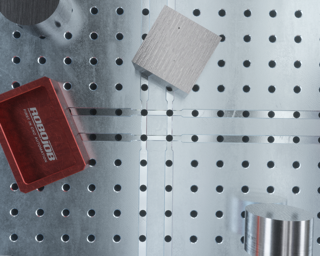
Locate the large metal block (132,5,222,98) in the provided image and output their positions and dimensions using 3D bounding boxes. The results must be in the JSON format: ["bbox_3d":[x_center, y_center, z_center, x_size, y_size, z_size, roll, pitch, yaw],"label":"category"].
[{"bbox_3d":[0.021,-0.096,0.401,0.080,0.050,0.080,30,90,0],"label":"large metal block"}]

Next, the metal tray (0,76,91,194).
[{"bbox_3d":[-0.159,0.009,0.409,0.090,0.030,0.129,-22,90,0],"label":"metal tray"}]

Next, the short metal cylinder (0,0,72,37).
[{"bbox_3d":[-0.161,-0.164,0.399,0.081,0.050,0.079,0,90,0],"label":"short metal cylinder"}]

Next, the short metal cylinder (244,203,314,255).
[{"bbox_3d":[0.147,0.129,0.387,0.081,0.080,0.050,2,90,0],"label":"short metal cylinder"}]
